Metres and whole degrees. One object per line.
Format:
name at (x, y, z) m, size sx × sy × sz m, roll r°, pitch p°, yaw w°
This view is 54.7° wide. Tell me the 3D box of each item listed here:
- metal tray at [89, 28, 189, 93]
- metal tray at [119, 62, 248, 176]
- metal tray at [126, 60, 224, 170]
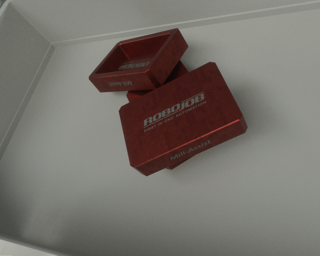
metal tray at (-0.034, -0.095, 0.448) m, size 0.130 × 0.030 × 0.090 m, roll 3°, pitch 51°, yaw 43°
metal tray at (0.022, -0.011, 0.358) m, size 0.130 × 0.030 × 0.090 m, roll -25°, pitch 53°, yaw 12°
metal tray at (0.018, -0.022, 0.405) m, size 0.090 × 0.030 × 0.130 m, roll -33°, pitch 52°, yaw 6°
